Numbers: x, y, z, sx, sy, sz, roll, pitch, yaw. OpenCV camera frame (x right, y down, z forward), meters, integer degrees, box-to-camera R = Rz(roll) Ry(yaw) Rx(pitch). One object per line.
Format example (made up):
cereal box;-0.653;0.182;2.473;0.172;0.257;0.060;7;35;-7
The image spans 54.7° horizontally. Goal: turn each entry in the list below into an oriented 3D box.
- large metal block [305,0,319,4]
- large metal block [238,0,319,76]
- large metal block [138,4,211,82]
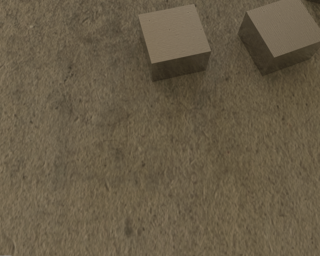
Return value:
large metal block;0.283;-0.239;0.486;0.080;0.050;0.080;17;71;6
large metal block;0.172;-0.132;0.445;0.080;0.050;0.080;-20;72;-8
large metal block;0.018;-0.120;0.439;0.081;0.050;0.080;-13;71;-5
